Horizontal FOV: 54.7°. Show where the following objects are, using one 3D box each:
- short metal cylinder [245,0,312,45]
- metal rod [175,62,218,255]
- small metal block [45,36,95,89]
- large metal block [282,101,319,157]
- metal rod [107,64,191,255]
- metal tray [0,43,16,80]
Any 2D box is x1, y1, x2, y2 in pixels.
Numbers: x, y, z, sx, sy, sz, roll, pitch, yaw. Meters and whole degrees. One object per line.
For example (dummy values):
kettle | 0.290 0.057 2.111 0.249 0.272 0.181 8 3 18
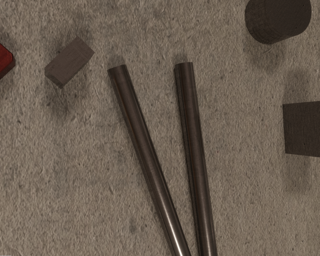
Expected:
short metal cylinder | 0.175 -0.171 0.462 0.081 0.050 0.079 0 90 -21
metal rod | 0.052 0.060 0.429 0.025 0.025 0.298 -9 93 -20
small metal block | -0.105 -0.074 0.357 0.025 0.050 0.050 44 76 -15
large metal block | 0.237 0.000 0.469 0.050 0.080 0.079 -5 92 -20
metal rod | -0.007 0.064 0.407 0.025 0.025 0.298 -21 97 -19
metal tray | -0.234 -0.086 0.320 0.130 0.030 0.090 44 76 -15
